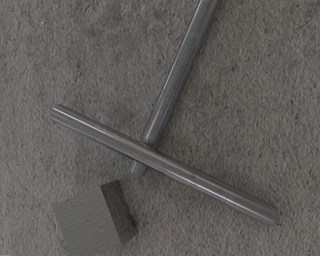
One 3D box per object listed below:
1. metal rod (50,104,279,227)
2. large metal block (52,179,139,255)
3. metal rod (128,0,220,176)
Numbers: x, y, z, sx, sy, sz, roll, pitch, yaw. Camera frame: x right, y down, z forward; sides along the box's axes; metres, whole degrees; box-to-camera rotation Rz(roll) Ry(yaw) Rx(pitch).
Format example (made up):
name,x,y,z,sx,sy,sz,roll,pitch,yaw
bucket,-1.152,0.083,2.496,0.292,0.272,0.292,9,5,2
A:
name,x,y,z,sx,sy,sz,roll,pitch,yaw
metal rod,-0.002,0.042,0.386,0.301,0.025,0.025,25,98,9
large metal block,-0.088,0.126,0.427,0.080,0.050,0.080,-24,82,18
metal rod,0.027,-0.077,0.399,0.025,0.025,0.298,26,98,18
